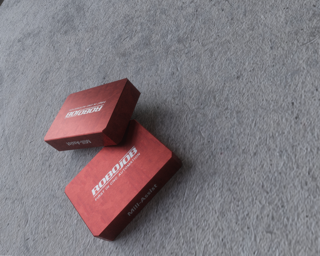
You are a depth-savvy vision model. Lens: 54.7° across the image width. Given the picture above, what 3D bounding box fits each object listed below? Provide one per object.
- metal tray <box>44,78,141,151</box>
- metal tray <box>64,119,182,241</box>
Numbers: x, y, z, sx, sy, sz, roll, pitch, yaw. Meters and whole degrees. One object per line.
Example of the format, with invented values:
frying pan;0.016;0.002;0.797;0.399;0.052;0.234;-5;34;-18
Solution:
metal tray;-0.097;-0.017;0.439;0.130;0.030;0.090;-8;49;36
metal tray;-0.048;0.062;0.388;0.130;0.030;0.090;-47;51;-5
